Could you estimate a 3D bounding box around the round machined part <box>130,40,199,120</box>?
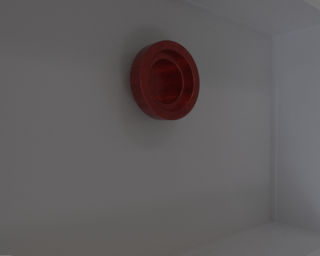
[{"bbox_3d":[0.002,-0.058,0.396,0.099,0.042,0.097,0,90,-40],"label":"round machined part"}]
